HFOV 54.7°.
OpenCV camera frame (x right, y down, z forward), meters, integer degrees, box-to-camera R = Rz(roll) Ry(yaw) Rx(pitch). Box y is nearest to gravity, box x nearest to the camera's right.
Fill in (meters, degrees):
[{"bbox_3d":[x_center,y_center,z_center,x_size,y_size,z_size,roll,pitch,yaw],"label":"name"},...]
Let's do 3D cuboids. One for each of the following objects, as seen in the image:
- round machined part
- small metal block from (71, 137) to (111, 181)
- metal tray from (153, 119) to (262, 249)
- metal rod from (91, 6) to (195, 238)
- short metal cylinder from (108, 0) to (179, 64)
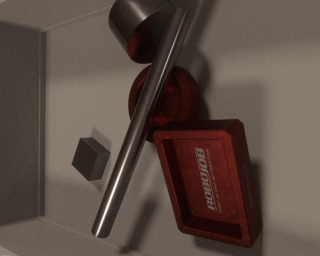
[{"bbox_3d":[0.010,-0.030,0.386,0.098,0.042,0.097,0,90,39],"label":"round machined part"},{"bbox_3d":[-0.111,0.049,0.496,0.050,0.025,0.050,34,111,34],"label":"small metal block"},{"bbox_3d":[0.050,0.057,0.329,0.090,0.030,0.129,-1,111,38],"label":"metal tray"},{"bbox_3d":[-0.027,0.007,0.372,0.025,0.025,0.298,34,111,34],"label":"metal rod"},{"bbox_3d":[-0.016,-0.126,0.382,0.080,0.081,0.050,-48,62,29],"label":"short metal cylinder"}]
